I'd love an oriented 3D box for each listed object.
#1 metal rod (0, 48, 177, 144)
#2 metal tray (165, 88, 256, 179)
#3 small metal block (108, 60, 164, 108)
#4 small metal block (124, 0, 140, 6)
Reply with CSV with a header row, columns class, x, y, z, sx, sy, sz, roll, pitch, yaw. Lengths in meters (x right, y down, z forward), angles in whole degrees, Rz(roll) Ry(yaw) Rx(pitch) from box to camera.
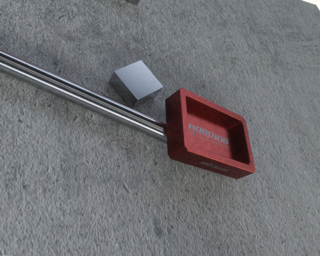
class,x,y,z,sx,sy,sz,roll,pitch,yaw
metal rod,-0.116,-0.048,0.371,0.302,0.025,0.025,24,53,-14
metal tray,0.068,0.010,0.414,0.131,0.030,0.090,20,53,-33
small metal block,-0.033,-0.060,0.424,0.050,0.025,0.050,-33,80,-38
small metal block,-0.055,-0.242,0.524,0.050,0.025,0.050,18,55,-18
